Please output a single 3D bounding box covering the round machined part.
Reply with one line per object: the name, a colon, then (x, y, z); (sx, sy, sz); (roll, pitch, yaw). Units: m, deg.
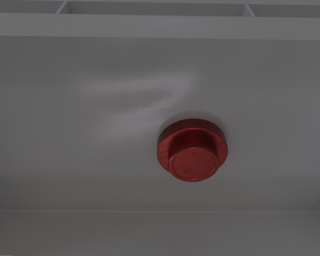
round machined part: (0.045, 0.038, 0.430); (0.099, 0.042, 0.097); (0, 130, 0)
